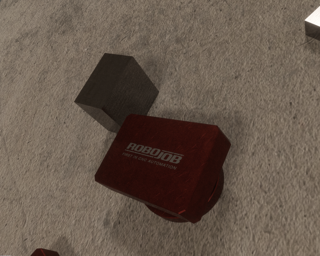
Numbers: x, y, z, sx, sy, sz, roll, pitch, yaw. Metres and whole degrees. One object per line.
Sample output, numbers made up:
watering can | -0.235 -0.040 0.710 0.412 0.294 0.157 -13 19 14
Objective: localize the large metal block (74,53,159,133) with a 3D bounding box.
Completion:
large metal block | -0.055 -0.043 0.422 0.050 0.080 0.080 15 70 34

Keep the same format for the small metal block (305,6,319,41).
small metal block | 0.213 -0.128 0.371 0.050 0.025 0.050 -43 51 -2

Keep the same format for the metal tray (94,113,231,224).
metal tray | -0.002 0.035 0.329 0.130 0.030 0.090 10 66 41

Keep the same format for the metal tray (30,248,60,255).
metal tray | -0.126 0.210 0.336 0.090 0.030 0.130 -49 52 -7

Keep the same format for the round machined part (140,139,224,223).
round machined part | 0.019 0.053 0.350 0.098 0.042 0.098 -13 56 20
